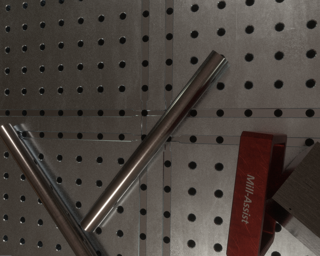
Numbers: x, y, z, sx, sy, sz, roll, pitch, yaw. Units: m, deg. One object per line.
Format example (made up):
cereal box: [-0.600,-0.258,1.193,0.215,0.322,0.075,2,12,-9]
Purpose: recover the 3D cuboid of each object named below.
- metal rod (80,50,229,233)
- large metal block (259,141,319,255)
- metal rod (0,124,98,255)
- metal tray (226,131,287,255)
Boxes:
metal rod: [-0.014,0.026,0.416,0.025,0.025,0.299,41,102,15]
large metal block: [0.165,0.075,0.324,0.080,0.050,0.080,41,74,15]
metal rod: [-0.160,0.116,0.467,0.025,0.025,0.300,-42,77,15]
metal tray: [0.108,0.069,0.337,0.030,0.090,0.129,8,93,31]
